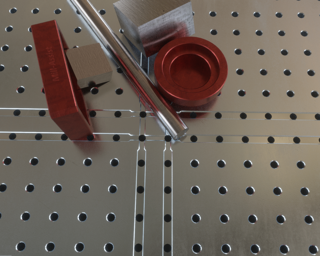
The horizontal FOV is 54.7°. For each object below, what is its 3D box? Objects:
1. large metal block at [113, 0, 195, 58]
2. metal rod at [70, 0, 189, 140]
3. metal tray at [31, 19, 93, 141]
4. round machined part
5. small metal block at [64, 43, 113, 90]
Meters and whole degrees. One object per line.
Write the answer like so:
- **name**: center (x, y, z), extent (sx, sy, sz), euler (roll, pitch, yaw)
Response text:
- **large metal block**: center (-0.008, -0.156, 0.442), extent (0.080, 0.050, 0.080), euler (-30, 51, -11)
- **metal rod**: center (-0.058, -0.108, 0.450), extent (0.025, 0.025, 0.299), euler (-33, 74, -12)
- **metal tray**: center (-0.124, -0.058, 0.397), extent (0.030, 0.090, 0.130), euler (-17, 71, -6)
- **round machined part**: center (0.041, -0.074, 0.430), extent (0.099, 0.042, 0.098), euler (0, 70, -1)
- **small metal block**: center (-0.101, -0.088, 0.436), extent (0.050, 0.025, 0.050), euler (-20, 73, -22)
